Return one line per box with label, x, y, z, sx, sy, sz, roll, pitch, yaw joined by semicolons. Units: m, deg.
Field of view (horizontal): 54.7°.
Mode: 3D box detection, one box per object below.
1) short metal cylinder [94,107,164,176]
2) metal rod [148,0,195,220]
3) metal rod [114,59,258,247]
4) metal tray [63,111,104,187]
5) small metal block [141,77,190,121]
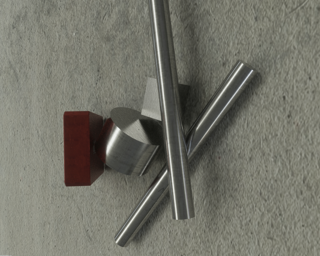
short metal cylinder;-0.037;0.016;0.400;0.080;0.081;0.050;45;117;30
metal rod;0.010;-0.047;0.364;0.025;0.025;0.298;-12;81;39
metal rod;0.019;0.048;0.388;0.025;0.025;0.298;48;118;29
metal tray;-0.101;0.025;0.429;0.030;0.130;0.089;-1;89;-3
small metal block;0.007;-0.036;0.400;0.050;0.025;0.050;19;102;38
